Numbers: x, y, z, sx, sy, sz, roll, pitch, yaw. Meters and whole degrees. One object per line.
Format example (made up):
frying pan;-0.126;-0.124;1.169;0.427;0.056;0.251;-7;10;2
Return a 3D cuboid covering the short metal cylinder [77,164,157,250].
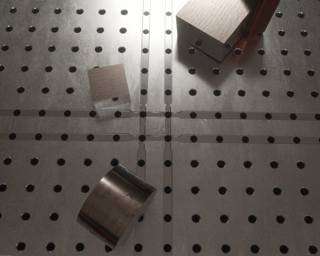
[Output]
short metal cylinder;-0.047;0.088;0.350;0.050;0.080;0.080;33;73;11

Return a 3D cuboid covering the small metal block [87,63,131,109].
small metal block;-0.070;-0.058;0.432;0.050;0.025;0.050;-11;71;-5

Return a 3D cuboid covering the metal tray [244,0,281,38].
metal tray;0.121;-0.211;0.455;0.030;0.090;0.130;-23;72;-8

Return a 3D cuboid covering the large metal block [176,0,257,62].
large metal block;0.080;-0.158;0.451;0.080;0.050;0.080;36;80;15
